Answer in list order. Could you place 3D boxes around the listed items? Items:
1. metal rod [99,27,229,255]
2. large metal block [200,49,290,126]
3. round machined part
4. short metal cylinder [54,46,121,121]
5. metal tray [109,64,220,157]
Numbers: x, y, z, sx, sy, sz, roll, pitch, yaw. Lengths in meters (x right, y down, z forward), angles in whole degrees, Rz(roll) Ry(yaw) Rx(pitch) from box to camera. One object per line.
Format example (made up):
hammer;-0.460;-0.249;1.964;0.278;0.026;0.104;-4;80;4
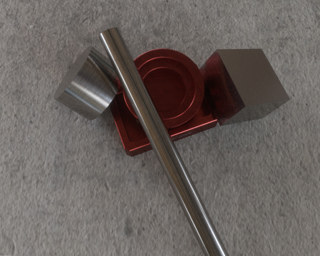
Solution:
metal rod;0.006;0.026;0.354;0.025;0.025;0.299;-26;89;-9
large metal block;0.105;-0.054;0.399;0.081;0.050;0.080;-10;68;-32
round machined part;0.003;-0.046;0.392;0.099;0.042;0.097;0;85;-5
short metal cylinder;-0.089;-0.056;0.393;0.050;0.080;0.080;35;69;-26
metal tray;0.003;-0.026;0.416;0.131;0.030;0.090;-19;71;-8
